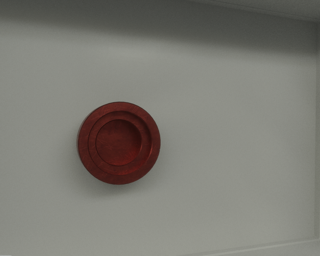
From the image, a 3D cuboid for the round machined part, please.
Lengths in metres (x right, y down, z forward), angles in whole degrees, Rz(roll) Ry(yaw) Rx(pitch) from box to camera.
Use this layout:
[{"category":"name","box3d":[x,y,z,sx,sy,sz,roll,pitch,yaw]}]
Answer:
[{"category":"round machined part","box3d":[-0.052,0.018,0.382,0.099,0.042,0.097,0,90,-20]}]
